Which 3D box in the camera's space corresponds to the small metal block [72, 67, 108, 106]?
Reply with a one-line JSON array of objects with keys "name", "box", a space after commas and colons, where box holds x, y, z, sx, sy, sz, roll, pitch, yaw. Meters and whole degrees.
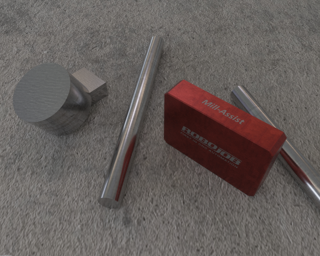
[{"name": "small metal block", "box": [-0.113, -0.056, 0.449, 0.050, 0.025, 0.050, 36, 58, 26]}]

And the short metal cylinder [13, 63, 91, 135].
[{"name": "short metal cylinder", "box": [-0.137, -0.036, 0.397, 0.080, 0.050, 0.080, -6, 68, 16]}]

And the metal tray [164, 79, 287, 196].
[{"name": "metal tray", "box": [0.064, 0.011, 0.351, 0.130, 0.089, 0.030, 32, 57, 24]}]

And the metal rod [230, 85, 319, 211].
[{"name": "metal rod", "box": [0.169, 0.055, 0.358, 0.025, 0.025, 0.300, -17, 52, -14]}]

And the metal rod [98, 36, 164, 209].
[{"name": "metal rod", "box": [-0.030, -0.032, 0.429, 0.025, 0.025, 0.300, 7, 50, 6]}]
